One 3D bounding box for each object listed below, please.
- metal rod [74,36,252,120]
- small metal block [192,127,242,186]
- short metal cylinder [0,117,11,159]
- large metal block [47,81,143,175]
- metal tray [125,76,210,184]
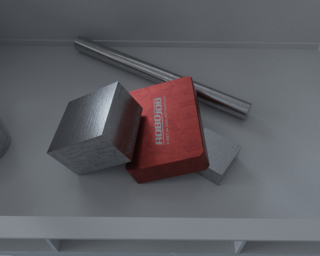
[{"bbox_3d":[-0.008,-0.083,0.474,0.301,0.025,0.025,25,54,19],"label":"metal rod"},{"bbox_3d":[0.063,0.034,0.377,0.050,0.025,0.050,29,55,21],"label":"small metal block"},{"bbox_3d":[-0.234,0.008,0.379,0.081,0.050,0.080,0,50,0],"label":"short metal cylinder"},{"bbox_3d":[-0.073,0.002,0.364,0.080,0.050,0.080,-17,44,28],"label":"large metal block"},{"bbox_3d":[0.006,-0.002,0.386,0.090,0.030,0.130,-14,49,11],"label":"metal tray"}]
